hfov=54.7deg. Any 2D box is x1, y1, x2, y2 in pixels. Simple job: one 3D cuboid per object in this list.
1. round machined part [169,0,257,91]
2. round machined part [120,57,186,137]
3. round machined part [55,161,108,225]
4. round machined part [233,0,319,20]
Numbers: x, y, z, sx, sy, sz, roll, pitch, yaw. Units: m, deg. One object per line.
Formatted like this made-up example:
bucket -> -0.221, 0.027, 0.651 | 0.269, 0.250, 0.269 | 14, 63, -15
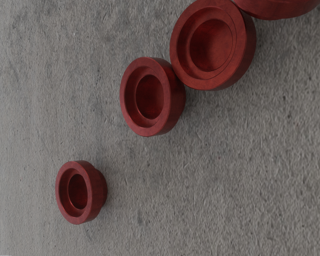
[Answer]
round machined part -> 0.061, -0.089, 0.341 | 0.098, 0.042, 0.097 | 3, 95, 43
round machined part -> -0.006, -0.039, 0.392 | 0.098, 0.042, 0.097 | 9, 102, 47
round machined part -> -0.122, 0.100, 0.495 | 0.098, 0.042, 0.097 | 0, 90, 40
round machined part -> 0.104, -0.140, 0.286 | 0.099, 0.042, 0.098 | 0, 70, -1
